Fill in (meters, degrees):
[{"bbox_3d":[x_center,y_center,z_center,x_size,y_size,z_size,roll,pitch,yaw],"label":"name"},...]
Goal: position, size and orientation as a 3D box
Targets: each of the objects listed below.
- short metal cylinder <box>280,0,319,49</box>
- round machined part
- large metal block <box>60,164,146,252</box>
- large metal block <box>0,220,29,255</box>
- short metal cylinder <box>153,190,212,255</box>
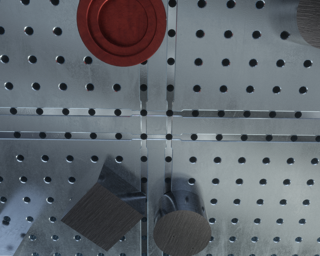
[{"bbox_3d":[0.186,-0.132,0.353,0.081,0.050,0.079,0,110,0],"label":"short metal cylinder"},{"bbox_3d":[-0.042,-0.123,0.358,0.099,0.042,0.097,0,110,0],"label":"round machined part"},{"bbox_3d":[-0.078,0.113,0.441,0.080,0.050,0.080,40,105,-14],"label":"large metal block"},{"bbox_3d":[-0.243,0.196,0.454,0.050,0.080,0.080,23,109,-8],"label":"large metal block"},{"bbox_3d":[0.031,0.138,0.451,0.081,0.050,0.079,0,110,0],"label":"short metal cylinder"}]
